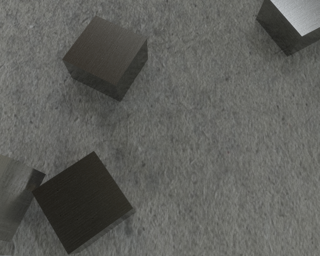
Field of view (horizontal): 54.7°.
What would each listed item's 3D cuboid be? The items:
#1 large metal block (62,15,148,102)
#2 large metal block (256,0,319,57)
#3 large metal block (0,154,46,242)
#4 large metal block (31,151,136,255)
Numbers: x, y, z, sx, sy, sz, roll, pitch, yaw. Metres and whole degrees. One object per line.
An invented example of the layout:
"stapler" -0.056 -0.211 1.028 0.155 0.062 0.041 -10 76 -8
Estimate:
"large metal block" -0.072 -0.095 0.429 0.080 0.050 0.080 27 72 9
"large metal block" 0.206 -0.166 0.458 0.080 0.050 0.080 -28 73 -10
"large metal block" -0.192 0.072 0.350 0.080 0.050 0.080 10 68 32
"large metal block" -0.086 0.087 0.362 0.080 0.050 0.080 -34 74 -12
